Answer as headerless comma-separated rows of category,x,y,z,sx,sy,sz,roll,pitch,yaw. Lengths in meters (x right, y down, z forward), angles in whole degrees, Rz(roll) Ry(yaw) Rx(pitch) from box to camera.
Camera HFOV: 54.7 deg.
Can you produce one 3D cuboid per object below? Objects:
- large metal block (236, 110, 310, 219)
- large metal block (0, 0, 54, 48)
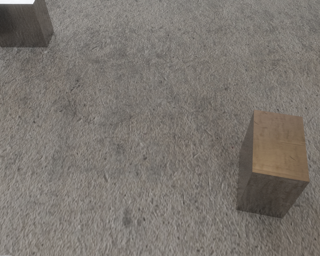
large metal block,0.117,0.040,0.335,0.050,0.080,0.080,9,51,8
large metal block,-0.235,-0.184,0.520,0.080,0.080,0.050,0,50,0
